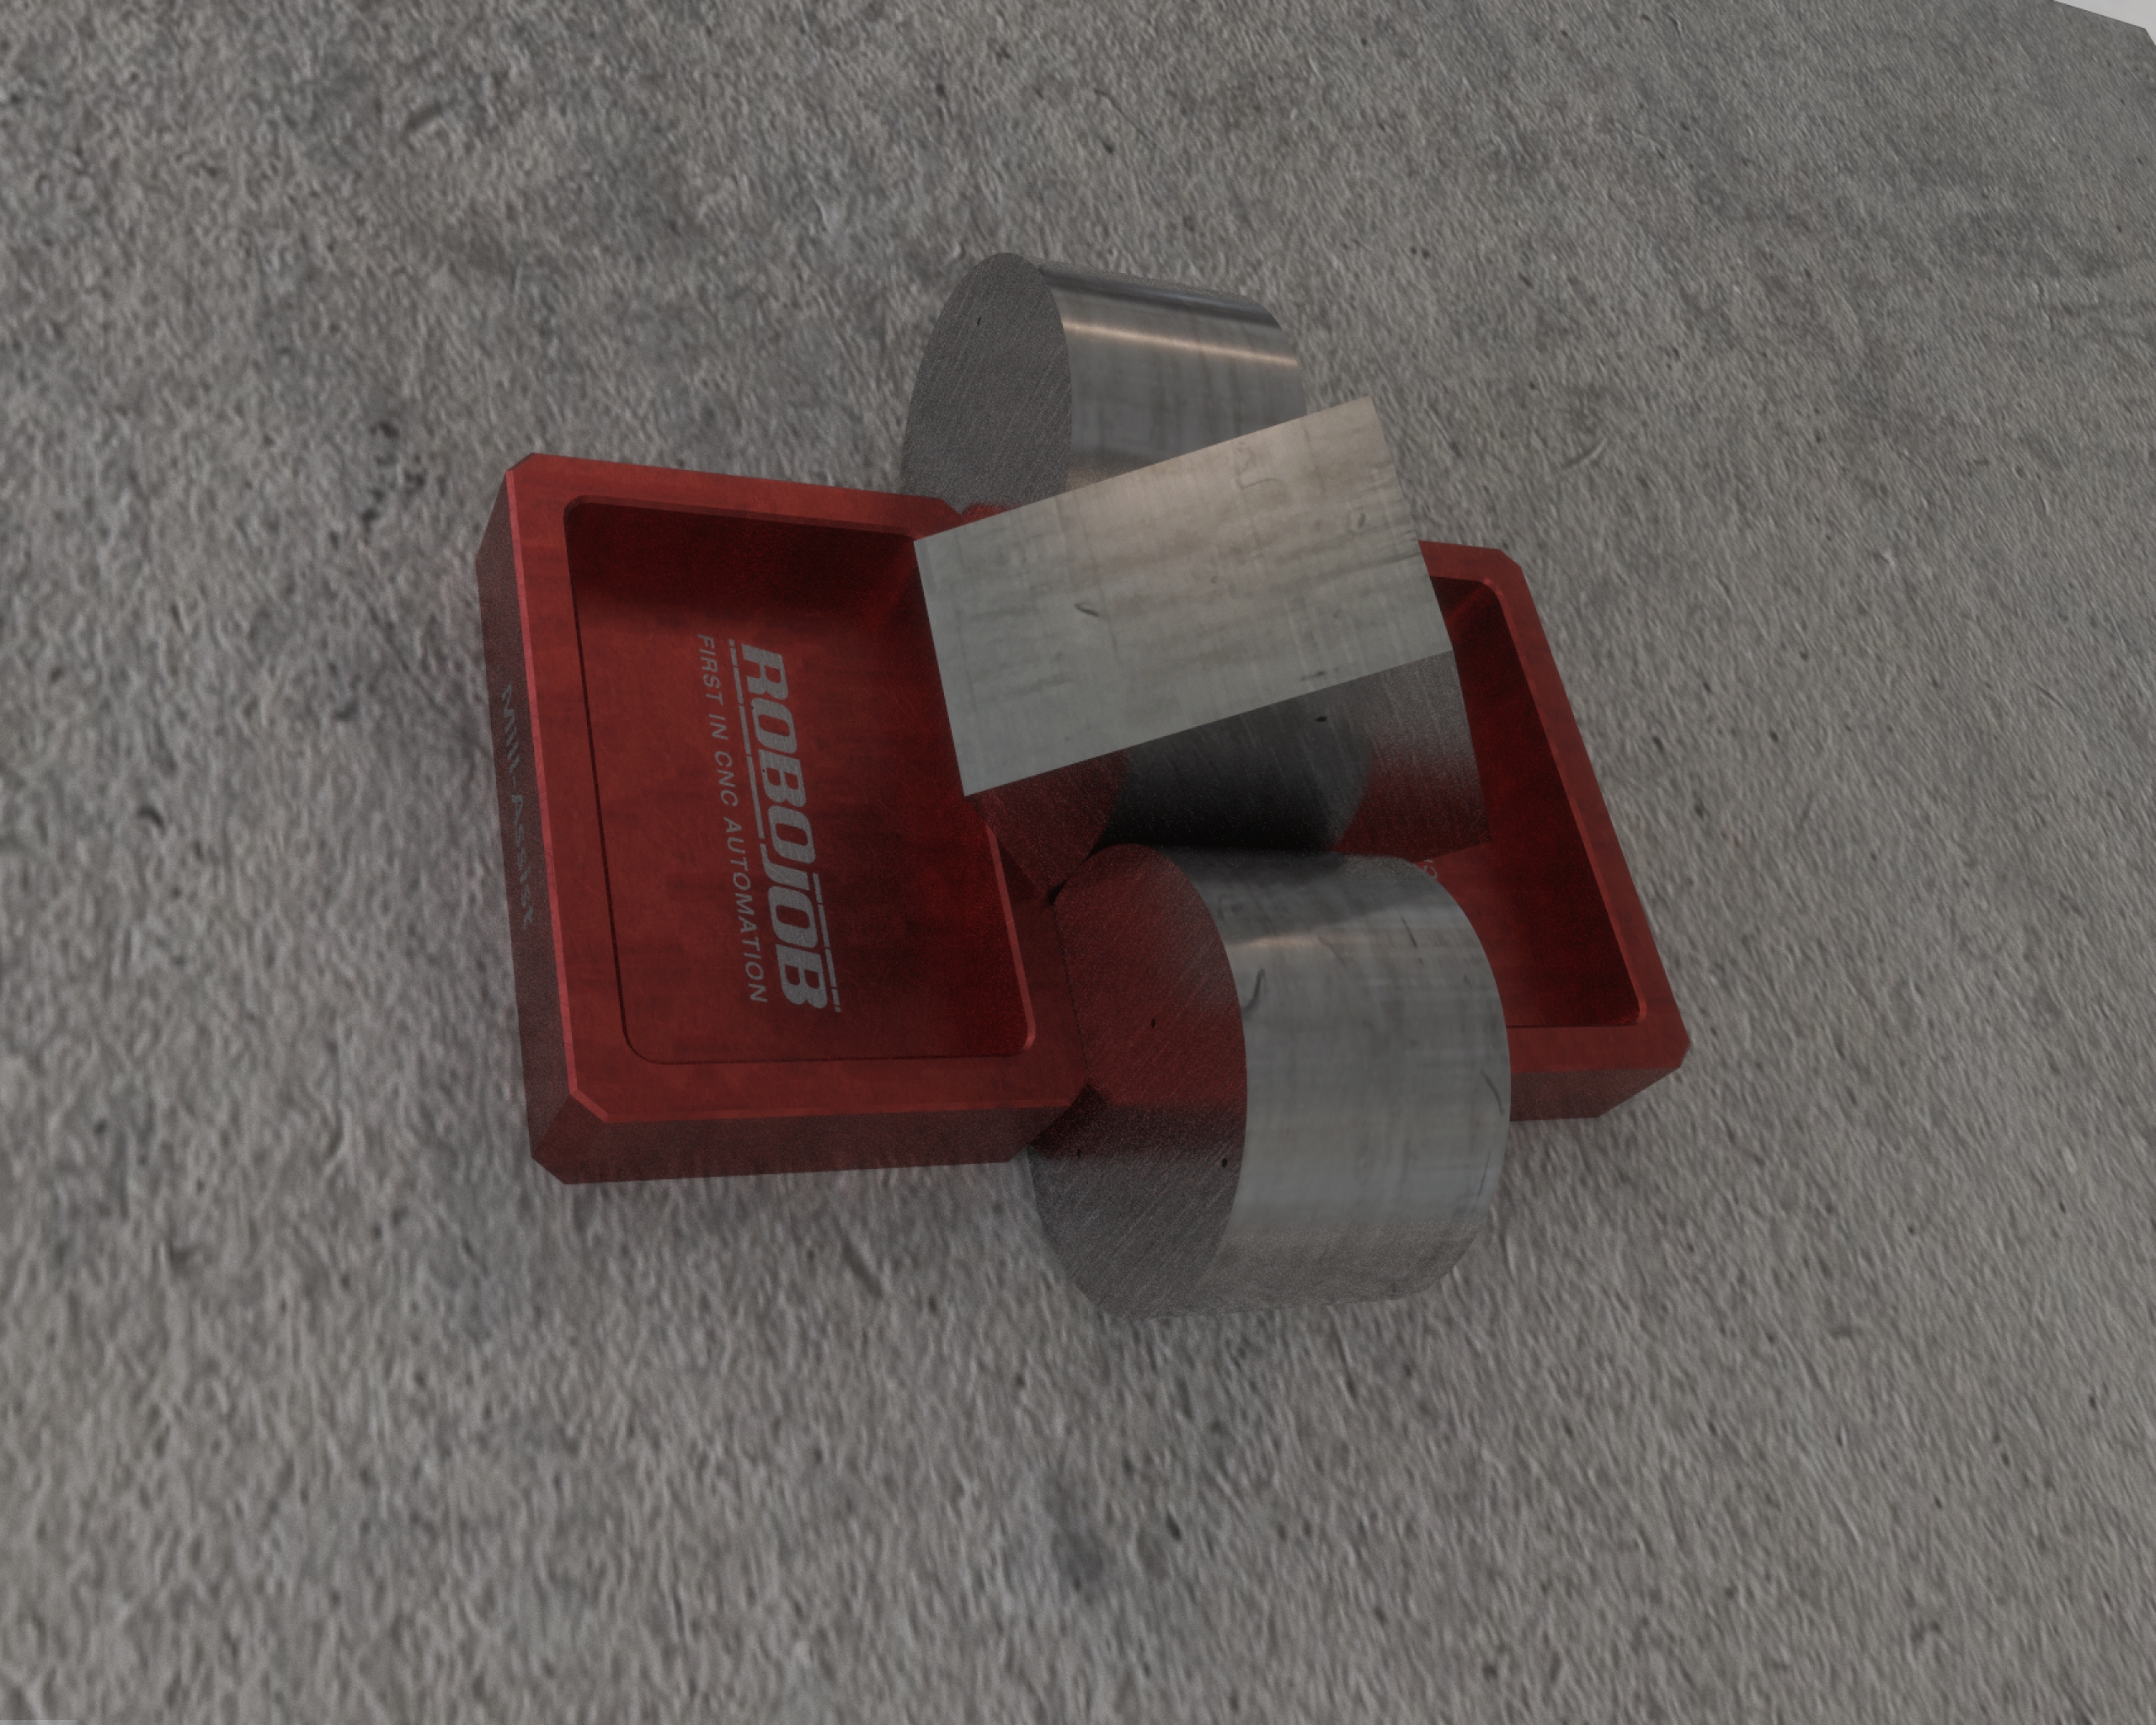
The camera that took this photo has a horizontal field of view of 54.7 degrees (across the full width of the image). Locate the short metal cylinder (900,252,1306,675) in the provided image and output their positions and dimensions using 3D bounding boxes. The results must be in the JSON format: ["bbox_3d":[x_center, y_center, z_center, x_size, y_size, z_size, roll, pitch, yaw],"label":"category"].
[{"bbox_3d":[0.003,-0.078,0.419,0.050,0.080,0.080,2,61,-27],"label":"short metal cylinder"}]

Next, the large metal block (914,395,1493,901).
[{"bbox_3d":[0.025,-0.029,0.375,0.080,0.080,0.050,-17,65,9],"label":"large metal block"}]

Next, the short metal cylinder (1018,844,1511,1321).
[{"bbox_3d":[0.030,0.037,0.363,0.050,0.080,0.080,2,61,-27],"label":"short metal cylinder"}]

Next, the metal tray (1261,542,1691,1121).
[{"bbox_3d":[0.068,-0.010,0.445,0.091,0.030,0.130,2,61,-28],"label":"metal tray"}]

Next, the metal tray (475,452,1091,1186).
[{"bbox_3d":[-0.056,-0.010,0.378,0.091,0.030,0.130,2,61,-28],"label":"metal tray"}]
